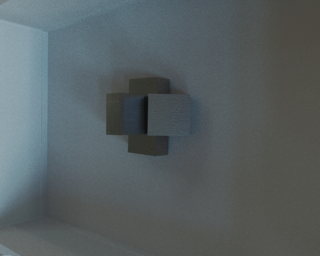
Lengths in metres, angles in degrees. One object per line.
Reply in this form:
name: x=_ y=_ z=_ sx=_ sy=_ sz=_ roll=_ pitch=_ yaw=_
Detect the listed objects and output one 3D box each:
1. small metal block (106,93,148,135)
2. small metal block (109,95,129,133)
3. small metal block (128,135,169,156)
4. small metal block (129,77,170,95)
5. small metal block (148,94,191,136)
small metal block: x=-0.040 y=-0.017 z=0.388 sx=0.025 sy=0.050 sz=0.050 roll=1 pitch=91 yaw=39
small metal block: x=-0.057 y=-0.019 z=0.434 sx=0.050 sy=0.025 sz=0.050 roll=-172 pitch=83 yaw=-83
small metal block: x=-0.016 y=0.010 z=0.417 sx=0.050 sy=0.025 sz=0.050 roll=3 pitch=92 yaw=40
small metal block: x=-0.015 y=-0.041 z=0.416 sx=0.050 sy=0.025 sz=0.050 roll=3 pitch=92 yaw=39
small metal block: x=0.011 y=-0.016 z=0.380 sx=0.050 sy=0.025 sz=0.050 roll=1 pitch=92 yaw=0
